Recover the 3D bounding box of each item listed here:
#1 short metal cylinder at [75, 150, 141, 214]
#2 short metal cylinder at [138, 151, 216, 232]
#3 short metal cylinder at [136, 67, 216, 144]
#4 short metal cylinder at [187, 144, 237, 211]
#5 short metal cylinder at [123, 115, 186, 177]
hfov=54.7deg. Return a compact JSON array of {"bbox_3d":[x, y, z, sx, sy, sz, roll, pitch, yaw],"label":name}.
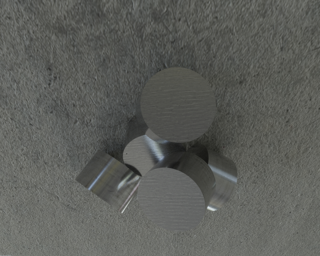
[{"bbox_3d":[-0.069,0.074,0.427,0.080,0.050,0.080,33,164,11],"label":"short metal cylinder"},{"bbox_3d":[0.021,0.074,0.367,0.080,0.050,0.079,7,110,21],"label":"short metal cylinder"},{"bbox_3d":[0.015,-0.022,0.346,0.081,0.080,0.050,10,173,-9],"label":"short metal cylinder"},{"bbox_3d":[0.060,0.069,0.431,0.050,0.080,0.080,28,125,-22],"label":"short metal cylinder"},{"bbox_3d":[-0.007,0.021,0.410,0.081,0.050,0.079,-1,130,0],"label":"short metal cylinder"}]
